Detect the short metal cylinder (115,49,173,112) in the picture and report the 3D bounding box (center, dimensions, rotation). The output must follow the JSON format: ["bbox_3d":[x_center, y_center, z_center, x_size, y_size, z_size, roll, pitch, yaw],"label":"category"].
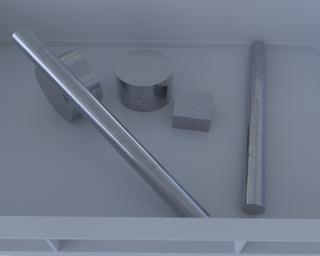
[{"bbox_3d":[-0.022,-0.069,0.446,0.081,0.050,0.080,0,50,0],"label":"short metal cylinder"}]

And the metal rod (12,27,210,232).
[{"bbox_3d":[-0.061,-0.006,0.347,0.300,0.025,0.025,45,61,9],"label":"metal rod"}]

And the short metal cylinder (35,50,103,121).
[{"bbox_3d":[-0.122,-0.057,0.415,0.050,0.080,0.080,-37,59,-27],"label":"short metal cylinder"}]

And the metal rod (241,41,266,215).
[{"bbox_3d":[0.132,-0.024,0.427,0.025,0.025,0.300,10,51,8],"label":"metal rod"}]

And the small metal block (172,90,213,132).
[{"bbox_3d":[0.045,-0.024,0.426,0.050,0.025,0.050,7,50,5],"label":"small metal block"}]
